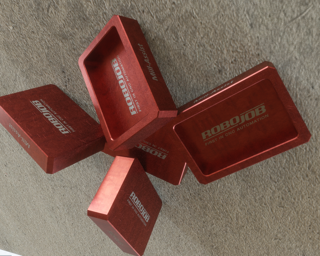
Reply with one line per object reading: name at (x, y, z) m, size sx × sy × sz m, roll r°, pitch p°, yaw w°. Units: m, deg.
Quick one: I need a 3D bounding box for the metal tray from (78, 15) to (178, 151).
metal tray at (-0.042, -0.050, 0.357) m, size 0.090 × 0.030 × 0.130 m, roll -36°, pitch 70°, yaw 38°

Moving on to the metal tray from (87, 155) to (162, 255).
metal tray at (-0.042, 0.110, 0.430) m, size 0.030 × 0.090 × 0.130 m, roll 6°, pitch 142°, yaw 26°

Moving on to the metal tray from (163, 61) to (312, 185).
metal tray at (0.081, -0.002, 0.339) m, size 0.130 × 0.030 × 0.090 m, roll -28°, pitch 104°, yaw 22°

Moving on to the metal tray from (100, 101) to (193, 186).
metal tray at (-0.019, 0.014, 0.422) m, size 0.130 × 0.030 × 0.089 m, roll 23°, pitch 127°, yaw 13°

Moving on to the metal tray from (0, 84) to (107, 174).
metal tray at (-0.147, -0.005, 0.419) m, size 0.130 × 0.091 × 0.030 m, roll 39°, pitch 131°, yaw 23°
